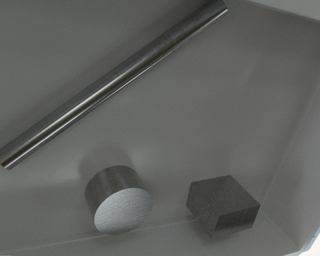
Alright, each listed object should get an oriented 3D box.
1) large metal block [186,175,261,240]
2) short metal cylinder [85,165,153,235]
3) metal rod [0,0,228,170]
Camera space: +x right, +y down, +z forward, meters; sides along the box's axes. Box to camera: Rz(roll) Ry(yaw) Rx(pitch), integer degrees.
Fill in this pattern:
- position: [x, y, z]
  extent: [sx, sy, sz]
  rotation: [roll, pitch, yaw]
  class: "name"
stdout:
- position: [0.101, 0.127, 0.509]
  extent: [0.081, 0.080, 0.050]
  rotation: [-6, 121, -26]
  class: "large metal block"
- position: [-0.057, 0.098, 0.424]
  extent: [0.081, 0.050, 0.079]
  rotation: [-14, 125, -21]
  class: "short metal cylinder"
- position: [-0.050, -0.053, 0.349]
  extent: [0.301, 0.025, 0.025]
  rotation: [-36, 130, -4]
  class: "metal rod"
